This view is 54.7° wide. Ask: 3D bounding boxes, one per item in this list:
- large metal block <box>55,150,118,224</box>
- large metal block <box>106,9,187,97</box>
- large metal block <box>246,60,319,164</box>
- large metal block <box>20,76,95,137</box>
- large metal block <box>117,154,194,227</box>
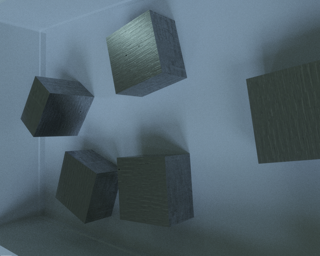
[{"bbox_3d":[-0.111,0.087,0.479,0.080,0.050,0.079,25,106,37],"label":"large metal block"},{"bbox_3d":[-0.019,-0.092,0.404,0.080,0.050,0.080,-18,79,38],"label":"large metal block"},{"bbox_3d":[0.132,-0.013,0.281,0.080,0.050,0.080,-11,83,39],"label":"large metal block"},{"bbox_3d":[-0.167,-0.033,0.506,0.050,0.081,0.080,43,116,31],"label":"large metal block"},{"bbox_3d":[-0.007,0.075,0.394,0.080,0.050,0.080,-6,86,39],"label":"large metal block"}]
